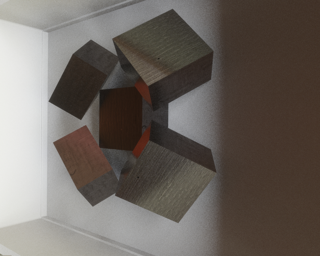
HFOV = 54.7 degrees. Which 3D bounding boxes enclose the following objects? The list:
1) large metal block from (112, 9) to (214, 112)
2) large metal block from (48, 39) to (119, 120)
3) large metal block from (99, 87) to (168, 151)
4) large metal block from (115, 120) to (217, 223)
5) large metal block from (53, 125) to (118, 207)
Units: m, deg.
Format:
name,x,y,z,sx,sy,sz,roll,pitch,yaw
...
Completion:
name,x,y,z,sx,sy,sz,roll,pitch,yaw
large metal block,0.004,-0.079,0.358,0.080,0.050,0.080,-30,63,-11
large metal block,-0.106,-0.071,0.446,0.050,0.080,0.080,31,117,-11
large metal block,-0.036,-0.012,0.417,0.080,0.050,0.080,1,91,40
large metal block,0.006,0.050,0.355,0.080,0.050,0.080,27,113,-11
large metal block,-0.102,0.056,0.446,0.080,0.050,0.080,53,165,26
